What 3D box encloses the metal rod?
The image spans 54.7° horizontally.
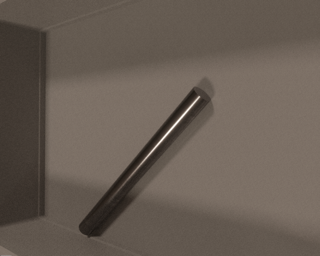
[{"bbox_3d":[-0.035,0.061,0.433,0.298,0.025,0.025,-50,61,28],"label":"metal rod"}]
